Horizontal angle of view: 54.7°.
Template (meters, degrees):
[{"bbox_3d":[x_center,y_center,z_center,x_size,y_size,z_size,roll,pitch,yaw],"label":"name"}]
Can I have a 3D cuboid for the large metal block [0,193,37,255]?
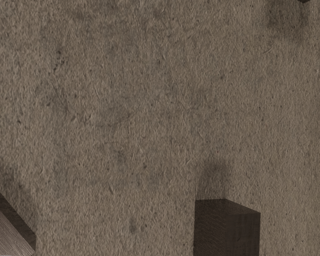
[{"bbox_3d":[-0.191,0.119,0.325,0.080,0.050,0.080,-37,102,-17],"label":"large metal block"}]

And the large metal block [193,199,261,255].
[{"bbox_3d":[0.086,0.144,0.413,0.050,0.080,0.079,3,89,-20],"label":"large metal block"}]

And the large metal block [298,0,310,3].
[{"bbox_3d":[0.221,-0.239,0.463,0.081,0.080,0.050,15,85,-20],"label":"large metal block"}]
